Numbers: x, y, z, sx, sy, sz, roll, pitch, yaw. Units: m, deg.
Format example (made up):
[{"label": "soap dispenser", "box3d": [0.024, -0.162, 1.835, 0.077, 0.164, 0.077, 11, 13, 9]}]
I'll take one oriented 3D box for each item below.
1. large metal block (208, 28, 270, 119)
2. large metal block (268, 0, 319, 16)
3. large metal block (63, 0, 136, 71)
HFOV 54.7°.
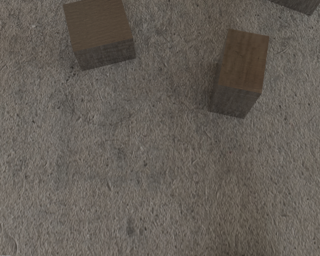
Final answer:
[{"label": "large metal block", "box3d": [0.100, -0.068, 0.404, 0.050, 0.080, 0.080, 12, 71, 4]}, {"label": "large metal block", "box3d": [0.212, -0.227, 0.463, 0.080, 0.080, 0.050, 24, 72, 8]}, {"label": "large metal block", "box3d": [-0.085, -0.137, 0.444, 0.081, 0.050, 0.080, -15, 71, -6]}]
